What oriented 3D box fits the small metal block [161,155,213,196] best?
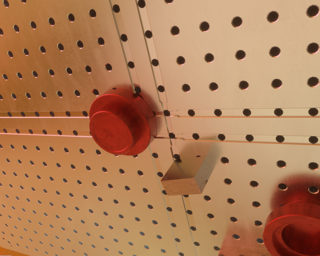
[{"bbox_3d":[0.037,0.064,0.415,0.050,0.050,0.025,-12,112,33],"label":"small metal block"}]

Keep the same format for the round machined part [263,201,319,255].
[{"bbox_3d":[0.183,0.131,0.385,0.098,0.042,0.097,13,124,21],"label":"round machined part"}]

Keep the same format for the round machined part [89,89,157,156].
[{"bbox_3d":[-0.058,-0.002,0.430,0.098,0.042,0.097,13,124,21],"label":"round machined part"}]

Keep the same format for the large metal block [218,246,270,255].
[{"bbox_3d":[0.134,0.230,0.466,0.080,0.050,0.080,-6,116,31],"label":"large metal block"}]
